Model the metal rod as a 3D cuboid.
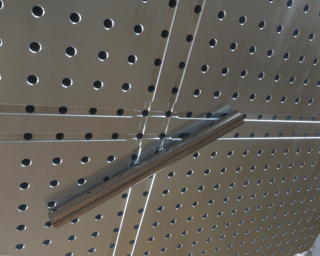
[{"bbox_3d":[-0.011,0.053,0.439,0.302,0.025,0.025,-28,128,-11],"label":"metal rod"}]
